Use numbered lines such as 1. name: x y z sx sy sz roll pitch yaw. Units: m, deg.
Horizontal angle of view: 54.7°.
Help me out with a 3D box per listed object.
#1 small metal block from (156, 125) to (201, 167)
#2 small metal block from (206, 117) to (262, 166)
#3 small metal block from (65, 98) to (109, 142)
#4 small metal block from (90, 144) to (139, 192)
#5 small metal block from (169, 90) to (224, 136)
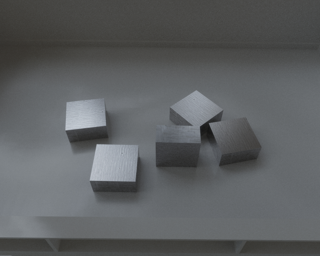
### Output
1. small metal block: 0.021 0.023 0.370 0.050 0.050 0.025 1 50 1
2. small metal block: 0.092 0.016 0.392 0.050 0.025 0.050 -9 51 -8
3. small metal block: -0.097 -0.011 0.413 0.050 0.025 0.050 -7 50 -6
4. small metal block: -0.051 0.047 0.365 0.050 0.025 0.050 1 50 0
5. small metal block: 0.049 -0.018 0.421 0.050 0.025 0.050 -34 58 -25
